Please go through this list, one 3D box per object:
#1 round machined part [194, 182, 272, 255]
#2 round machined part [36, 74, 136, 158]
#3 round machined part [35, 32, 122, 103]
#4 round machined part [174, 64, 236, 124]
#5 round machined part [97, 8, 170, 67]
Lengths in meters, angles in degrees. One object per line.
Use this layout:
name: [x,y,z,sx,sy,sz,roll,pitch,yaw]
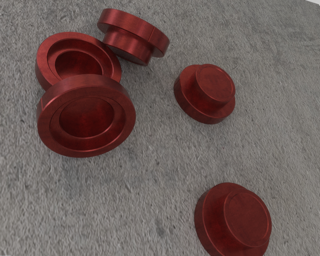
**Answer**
round machined part: [0.095,0.112,0.375,0.099,0.042,0.098,14,56,-21]
round machined part: [-0.079,-0.017,0.329,0.099,0.097,0.042,2,41,-27]
round machined part: [-0.100,-0.066,0.379,0.099,0.042,0.098,14,56,-21]
round machined part: [0.074,-0.058,0.468,0.099,0.042,0.098,14,56,-21]
round machined part: [-0.040,-0.117,0.419,0.099,0.098,0.042,23,91,-14]
